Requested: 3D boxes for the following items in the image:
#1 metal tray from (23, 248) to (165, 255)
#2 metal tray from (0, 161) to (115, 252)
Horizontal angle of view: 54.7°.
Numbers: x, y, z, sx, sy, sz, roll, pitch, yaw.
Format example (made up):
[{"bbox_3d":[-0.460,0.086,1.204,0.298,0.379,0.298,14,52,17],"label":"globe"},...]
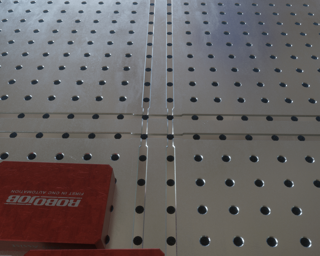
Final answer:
[{"bbox_3d":[-0.061,0.157,0.272,0.131,0.030,0.090,0,50,-1],"label":"metal tray"},{"bbox_3d":[-0.120,0.083,0.334,0.131,0.030,0.090,2,50,1],"label":"metal tray"}]
